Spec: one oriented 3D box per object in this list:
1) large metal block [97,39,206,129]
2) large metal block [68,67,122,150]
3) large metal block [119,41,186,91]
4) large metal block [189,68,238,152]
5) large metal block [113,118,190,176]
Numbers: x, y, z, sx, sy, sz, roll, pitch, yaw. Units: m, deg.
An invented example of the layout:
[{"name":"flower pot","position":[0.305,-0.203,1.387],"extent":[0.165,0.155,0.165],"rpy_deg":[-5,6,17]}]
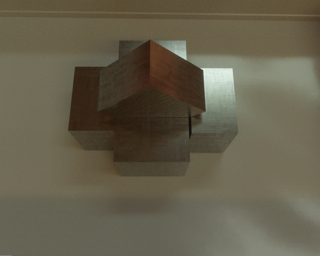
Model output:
[{"name":"large metal block","position":[-0.009,-0.040,0.334],"extent":[0.080,0.080,0.050],"rpy_deg":[19,63,-42]},{"name":"large metal block","position":[-0.074,-0.021,0.387],"extent":[0.050,0.080,0.080],"rpy_deg":[0,70,0]},{"name":"large metal block","position":[-0.009,-0.069,0.404],"extent":[0.081,0.080,0.050],"rpy_deg":[0,70,0]},{"name":"large metal block","position":[0.059,-0.019,0.384],"extent":[0.050,0.080,0.080],"rpy_deg":[0,70,0]},{"name":"large metal block","position":[-0.009,0.025,0.370],"extent":[0.081,0.080,0.050],"rpy_deg":[0,70,0]}]
